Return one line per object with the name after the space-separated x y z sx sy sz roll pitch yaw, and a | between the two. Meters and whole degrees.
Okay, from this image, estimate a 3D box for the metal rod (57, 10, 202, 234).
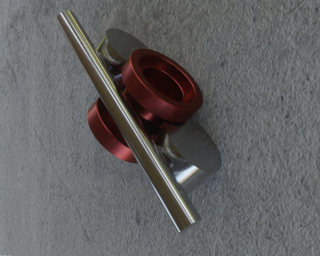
-0.047 -0.026 0.339 0.025 0.025 0.299 -47 62 29 | metal rod

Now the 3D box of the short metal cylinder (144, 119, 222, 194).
0.023 0.030 0.350 0.050 0.081 0.080 -46 63 30 | short metal cylinder

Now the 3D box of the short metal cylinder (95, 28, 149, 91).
-0.049 -0.085 0.408 0.050 0.081 0.080 -46 63 30 | short metal cylinder

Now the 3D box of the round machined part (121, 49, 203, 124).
-0.002 -0.043 0.359 0.042 0.099 0.098 -49 61 34 | round machined part

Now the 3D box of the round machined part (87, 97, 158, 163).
-0.037 -0.008 0.385 0.042 0.099 0.098 -45 64 26 | round machined part
